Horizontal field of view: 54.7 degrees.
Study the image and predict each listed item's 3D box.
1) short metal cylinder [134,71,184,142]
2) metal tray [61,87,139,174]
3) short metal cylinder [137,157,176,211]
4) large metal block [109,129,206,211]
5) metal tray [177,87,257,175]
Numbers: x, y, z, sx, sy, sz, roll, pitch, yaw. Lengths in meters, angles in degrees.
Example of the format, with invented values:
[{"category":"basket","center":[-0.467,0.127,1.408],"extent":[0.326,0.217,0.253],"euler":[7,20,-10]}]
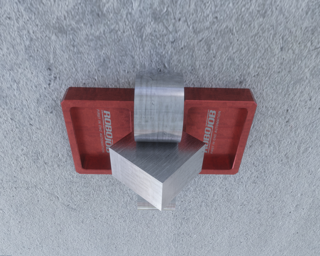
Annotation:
[{"category":"short metal cylinder","center":[-0.002,-0.024,0.352],"extent":[0.050,0.080,0.079],"euler":[2,130,-2]},{"category":"metal tray","center":[-0.073,0.008,0.412],"extent":[0.091,0.030,0.129],"euler":[1,130,-1]},{"category":"short metal cylinder","center":[-0.005,0.075,0.436],"extent":[0.050,0.080,0.079],"euler":[2,130,-2]},{"category":"large metal block","center":[-0.003,0.039,0.379],"extent":[0.080,0.080,0.050],"euler":[30,138,28]},{"category":"metal tray","center":[0.068,0.008,0.414],"extent":[0.091,0.030,0.129],"euler":[1,130,-1]}]
